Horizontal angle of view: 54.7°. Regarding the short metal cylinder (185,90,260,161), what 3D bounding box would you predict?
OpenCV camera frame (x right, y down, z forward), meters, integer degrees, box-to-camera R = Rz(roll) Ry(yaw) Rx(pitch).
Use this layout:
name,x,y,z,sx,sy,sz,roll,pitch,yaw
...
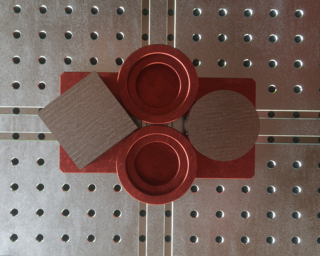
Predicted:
name,x,y,z,sx,sy,sz,roll,pitch,yaw
short metal cylinder,0.071,-0.003,0.370,0.081,0.050,0.079,0,90,0

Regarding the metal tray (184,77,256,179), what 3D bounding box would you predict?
name,x,y,z,sx,sy,sz,roll,pitch,yaw
metal tray,0.077,0.000,0.409,0.091,0.030,0.129,1,90,0

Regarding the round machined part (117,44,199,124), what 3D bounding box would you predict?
name,x,y,z,sx,sy,sz,roll,pitch,yaw
round machined part,-0.002,-0.054,0.396,0.099,0.042,0.097,0,90,0

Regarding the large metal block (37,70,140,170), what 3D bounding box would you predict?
name,x,y,z,sx,sy,sz,roll,pitch,yaw
large metal block,-0.081,-0.009,0.370,0.080,0.050,0.080,-37,90,0

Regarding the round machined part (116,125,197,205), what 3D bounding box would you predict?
name,x,y,z,sx,sy,sz,roll,pitch,yaw
round machined part,-0.004,0.045,0.396,0.099,0.042,0.097,0,90,0

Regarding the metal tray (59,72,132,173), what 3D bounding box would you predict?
name,x,y,z,sx,sy,sz,roll,pitch,yaw
metal tray,-0.083,-0.007,0.410,0.091,0.030,0.129,1,90,-2
